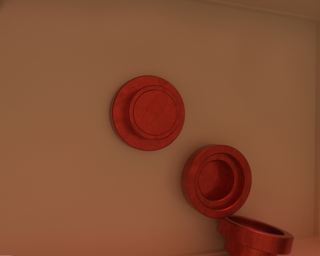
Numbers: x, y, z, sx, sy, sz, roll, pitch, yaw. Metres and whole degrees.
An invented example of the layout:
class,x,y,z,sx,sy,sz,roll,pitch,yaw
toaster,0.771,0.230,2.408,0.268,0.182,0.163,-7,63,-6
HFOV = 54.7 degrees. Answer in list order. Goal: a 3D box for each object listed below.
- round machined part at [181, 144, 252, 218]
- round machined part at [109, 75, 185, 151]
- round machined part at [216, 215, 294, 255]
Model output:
class,x,y,z,sx,sy,sz,roll,pitch,yaw
round machined part,0.073,0.071,0.429,0.099,0.042,0.097,0,90,-20
round machined part,-0.012,-0.019,0.397,0.099,0.042,0.097,0,90,-20
round machined part,0.124,0.152,0.418,0.099,0.098,0.042,15,86,-20
